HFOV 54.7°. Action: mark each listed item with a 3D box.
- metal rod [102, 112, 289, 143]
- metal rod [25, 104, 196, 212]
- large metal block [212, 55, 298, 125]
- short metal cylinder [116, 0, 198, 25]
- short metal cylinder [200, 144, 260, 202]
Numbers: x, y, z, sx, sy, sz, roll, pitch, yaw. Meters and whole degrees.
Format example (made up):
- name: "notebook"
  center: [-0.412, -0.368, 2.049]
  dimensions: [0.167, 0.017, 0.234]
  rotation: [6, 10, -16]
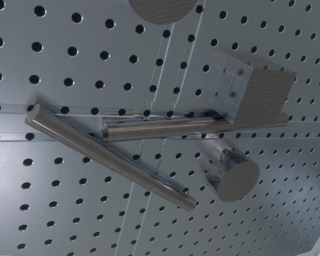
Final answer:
- name: "metal rod"
  center: [0.068, -0.004, 0.445]
  dimensions: [0.303, 0.025, 0.025]
  rotation: [-4, 121, -27]
- name: "metal rod"
  center: [-0.043, 0.056, 0.422]
  dimensions: [0.025, 0.025, 0.301]
  rotation: [-48, 129, 5]
- name: "large metal block"
  center: [0.131, -0.051, 0.435]
  dimensions: [0.081, 0.050, 0.079]
  rotation: [0, 118, -29]
- name: "short metal cylinder"
  center: [-0.005, -0.147, 0.301]
  dimensions: [0.081, 0.050, 0.079]
  rotation: [-14, 124, -21]
- name: "short metal cylinder"
  center: [0.113, 0.073, 0.503]
  dimensions: [0.081, 0.050, 0.079]
  rotation: [-14, 124, -21]
